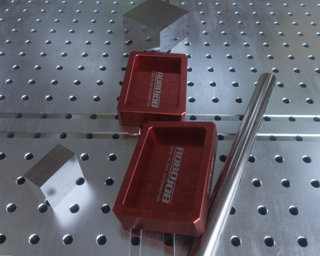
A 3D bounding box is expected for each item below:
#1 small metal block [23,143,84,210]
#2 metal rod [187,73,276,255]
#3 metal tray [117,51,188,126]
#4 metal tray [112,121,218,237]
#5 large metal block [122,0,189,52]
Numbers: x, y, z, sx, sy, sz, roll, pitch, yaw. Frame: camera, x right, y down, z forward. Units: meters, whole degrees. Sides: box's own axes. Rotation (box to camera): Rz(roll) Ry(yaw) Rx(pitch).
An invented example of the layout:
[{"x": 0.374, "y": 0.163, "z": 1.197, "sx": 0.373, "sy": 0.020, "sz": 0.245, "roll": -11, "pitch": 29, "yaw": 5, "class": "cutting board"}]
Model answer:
[{"x": -0.116, "y": 0.054, "z": 0.344, "sx": 0.025, "sy": 0.050, "sz": 0.050, "roll": 27, "pitch": 55, "yaw": 21, "class": "small metal block"}, {"x": 0.099, "y": 0.030, "z": 0.383, "sx": 0.025, "sy": 0.025, "sz": 0.301, "roll": 20, "pitch": 53, "yaw": 16, "class": "metal rod"}, {"x": -0.007, "y": -0.060, "z": 0.454, "sx": 0.091, "sy": 0.030, "sz": 0.130, "roll": 4, "pitch": 50, "yaw": 3, "class": "metal tray"}, {"x": 0.012, "y": 0.049, "z": 0.347, "sx": 0.090, "sy": 0.030, "sz": 0.130, "roll": 1, "pitch": 47, "yaw": 19, "class": "metal tray"}, {"x": -0.007, "y": -0.178, "z": 0.541, "sx": 0.080, "sy": 0.050, "sz": 0.080, "roll": 31, "pitch": 56, "yaw": 23, "class": "large metal block"}]
